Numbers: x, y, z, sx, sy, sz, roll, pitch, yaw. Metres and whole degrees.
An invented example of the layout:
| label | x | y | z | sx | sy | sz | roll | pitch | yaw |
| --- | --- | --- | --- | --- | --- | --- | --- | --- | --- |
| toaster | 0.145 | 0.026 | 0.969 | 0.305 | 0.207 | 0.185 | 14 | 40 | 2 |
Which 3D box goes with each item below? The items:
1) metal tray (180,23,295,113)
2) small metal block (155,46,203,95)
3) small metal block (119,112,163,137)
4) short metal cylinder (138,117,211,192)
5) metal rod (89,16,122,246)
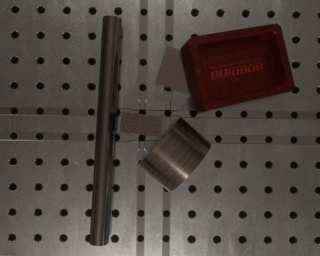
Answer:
| label | x | y | z | sx | sy | sz | roll | pitch | yaw |
| --- | --- | --- | --- | --- | --- | --- | --- | --- | --- |
| metal tray | 0.100 | -0.077 | 0.396 | 0.131 | 0.030 | 0.089 | -13 | 90 | -15 |
| small metal block | 0.025 | -0.075 | 0.414 | 0.050 | 0.025 | 0.050 | 17 | 90 | -1 |
| small metal block | -0.023 | -0.005 | 0.401 | 0.050 | 0.050 | 0.025 | 7 | 90 | -1 |
| short metal cylinder | 0.018 | 0.032 | 0.386 | 0.050 | 0.080 | 0.080 | 41 | 90 | -1 |
| metal rod | -0.072 | 0.004 | 0.412 | 0.025 | 0.025 | 0.298 | 3 | 90 | -1 |
